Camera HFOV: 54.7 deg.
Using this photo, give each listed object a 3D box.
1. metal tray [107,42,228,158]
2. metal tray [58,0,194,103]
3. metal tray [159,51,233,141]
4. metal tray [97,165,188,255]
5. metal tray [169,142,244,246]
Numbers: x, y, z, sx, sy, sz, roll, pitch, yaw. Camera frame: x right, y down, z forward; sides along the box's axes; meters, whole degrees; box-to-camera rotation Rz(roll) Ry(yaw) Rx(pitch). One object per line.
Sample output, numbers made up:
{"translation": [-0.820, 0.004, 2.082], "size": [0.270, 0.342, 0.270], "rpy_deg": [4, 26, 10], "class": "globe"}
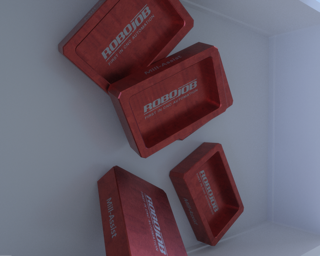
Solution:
{"translation": [0.015, -0.034, 0.364], "size": [0.131, 0.030, 0.090], "rpy_deg": [-30, 125, -18], "class": "metal tray"}
{"translation": [-0.035, -0.103, 0.344], "size": [0.130, 0.030, 0.090], "rpy_deg": [-49, 122, -3], "class": "metal tray"}
{"translation": [0.047, -0.050, 0.445], "size": [0.131, 0.030, 0.090], "rpy_deg": [-33, 111, -35], "class": "metal tray"}
{"translation": [-0.018, 0.109, 0.334], "size": [0.030, 0.130, 0.090], "rpy_deg": [-43, 126, 16], "class": "metal tray"}
{"translation": [0.075, 0.098, 0.468], "size": [0.091, 0.030, 0.129], "rpy_deg": [-36, 112, -34], "class": "metal tray"}
